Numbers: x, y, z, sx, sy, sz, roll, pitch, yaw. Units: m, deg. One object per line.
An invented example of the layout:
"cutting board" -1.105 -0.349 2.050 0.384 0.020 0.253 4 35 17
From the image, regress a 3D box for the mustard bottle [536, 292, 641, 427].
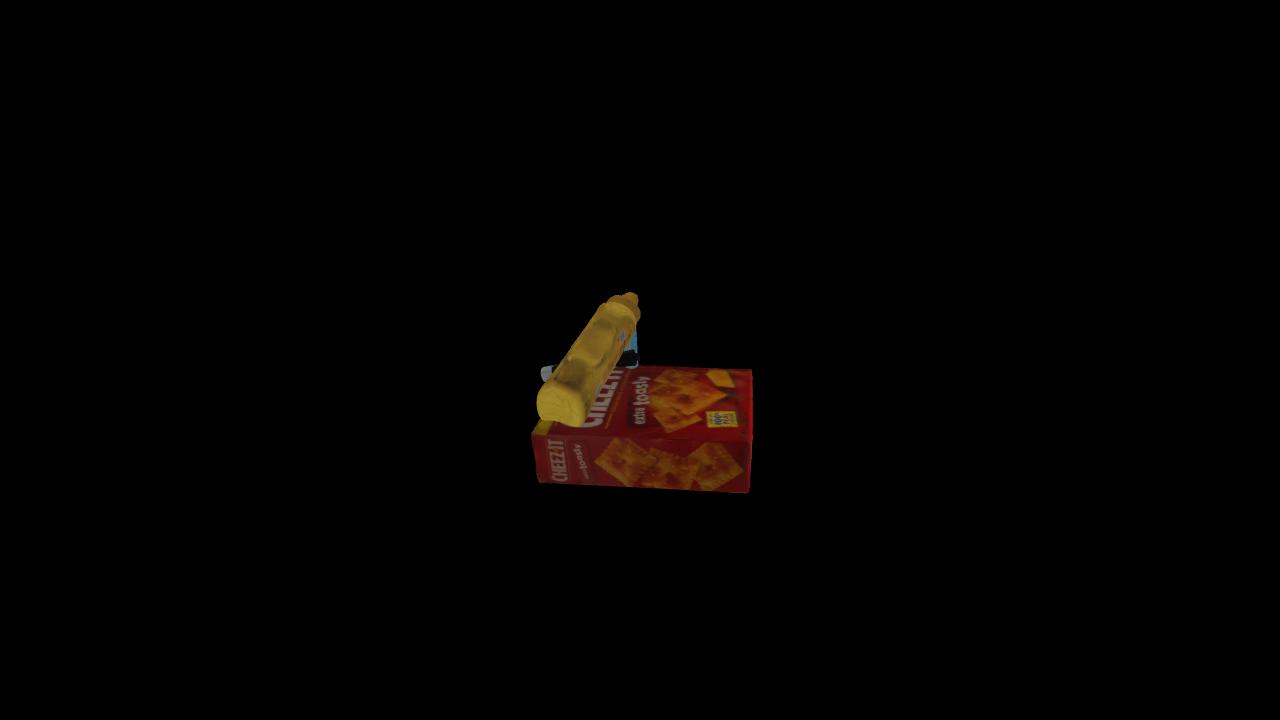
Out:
"mustard bottle" -0.045 -0.011 0.667 0.054 0.184 0.092 23 -38 9

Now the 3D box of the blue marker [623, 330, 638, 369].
"blue marker" -0.011 -0.001 0.731 0.020 0.020 0.121 0 -44 3

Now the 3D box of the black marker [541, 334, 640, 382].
"black marker" -0.058 0.007 0.713 0.121 0.020 0.020 -11 -3 17

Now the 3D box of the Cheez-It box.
"Cheez-It box" 0.012 0.068 0.681 0.223 0.071 0.166 1 25 10
